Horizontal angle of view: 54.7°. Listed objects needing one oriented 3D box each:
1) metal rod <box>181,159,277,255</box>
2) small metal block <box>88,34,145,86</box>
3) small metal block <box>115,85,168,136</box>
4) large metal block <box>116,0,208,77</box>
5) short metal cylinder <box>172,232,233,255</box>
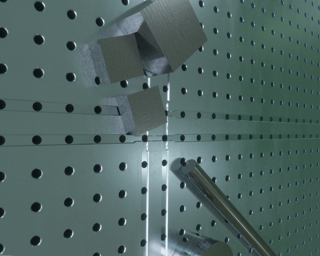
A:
[{"bbox_3d":[0.128,0.153,0.519,0.300,0.025,0.025,49,61,-29],"label":"metal rod"},{"bbox_3d":[-0.051,-0.081,0.368,0.050,0.025,0.050,-23,105,-38],"label":"small metal block"},{"bbox_3d":[-0.022,-0.023,0.392,0.050,0.025,0.050,-24,106,-38],"label":"small metal block"},{"bbox_3d":[0.005,-0.124,0.399,0.080,0.050,0.080,-47,118,-30],"label":"large metal block"},{"bbox_3d":[0.062,0.198,0.448,0.081,0.050,0.079,0,90,-40],"label":"short metal cylinder"}]
